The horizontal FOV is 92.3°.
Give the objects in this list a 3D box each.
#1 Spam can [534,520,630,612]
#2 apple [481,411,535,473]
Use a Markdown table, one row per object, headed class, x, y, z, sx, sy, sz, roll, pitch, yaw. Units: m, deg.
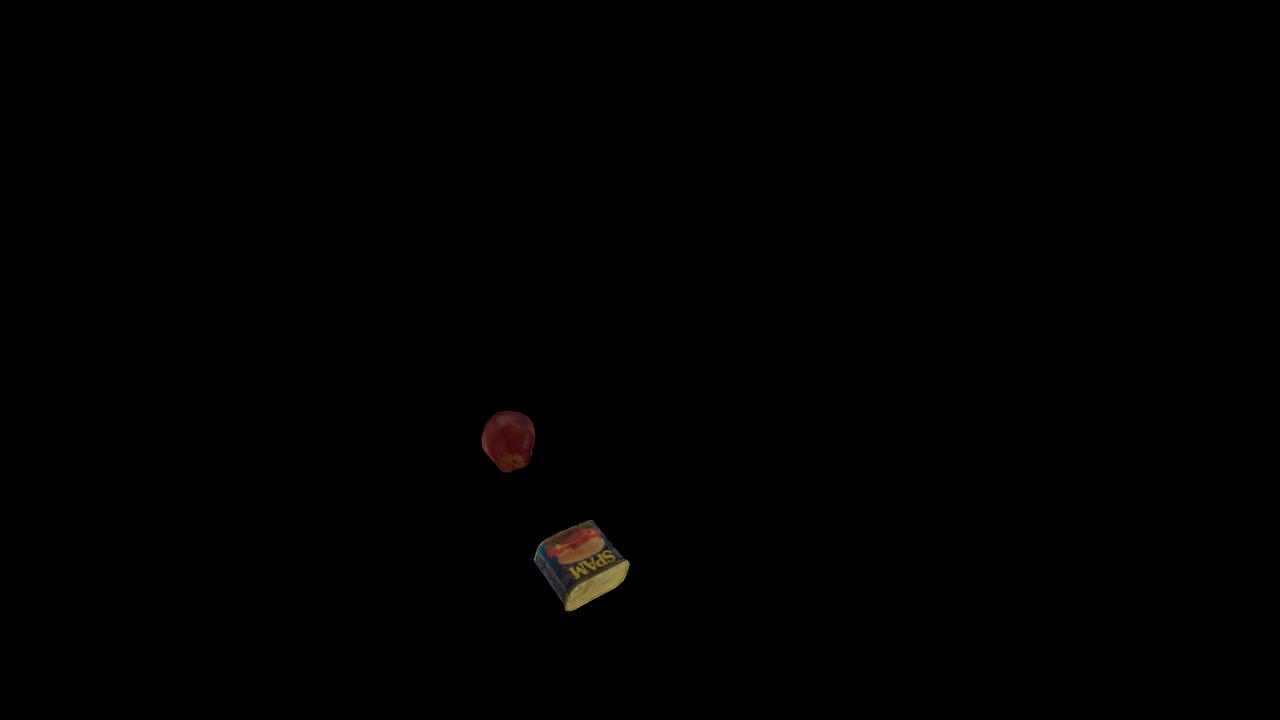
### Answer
| class | x | y | z | sx | sy | sz | roll | pitch | yaw |
| --- | --- | --- | --- | --- | --- | --- | --- | --- | --- |
| Spam can | -0.080 | 0.275 | 0.834 | 0.101 | 0.058 | 0.085 | -13 | 42 | -39 |
| apple | -0.190 | 0.117 | 0.898 | 0.079 | 0.079 | 0.093 | 0 | 33 | -19 |
